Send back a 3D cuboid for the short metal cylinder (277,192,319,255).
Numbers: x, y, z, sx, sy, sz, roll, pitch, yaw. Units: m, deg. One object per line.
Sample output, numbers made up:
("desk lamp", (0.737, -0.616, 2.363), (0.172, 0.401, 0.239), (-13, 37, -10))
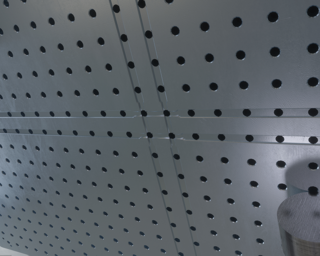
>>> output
("short metal cylinder", (0.180, 0.118, 0.354), (0.080, 0.080, 0.050), (-3, 117, 29))
